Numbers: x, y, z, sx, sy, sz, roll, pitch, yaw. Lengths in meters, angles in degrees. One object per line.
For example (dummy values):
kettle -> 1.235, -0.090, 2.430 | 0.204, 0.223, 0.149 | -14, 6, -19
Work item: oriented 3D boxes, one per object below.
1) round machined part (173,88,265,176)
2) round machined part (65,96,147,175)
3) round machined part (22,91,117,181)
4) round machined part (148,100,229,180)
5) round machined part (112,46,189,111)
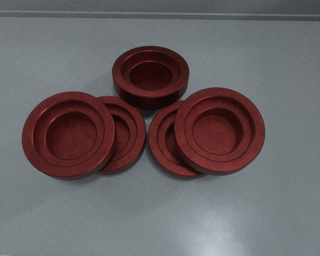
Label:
round machined part -> 0.064, 0.007, 0.353 | 0.099, 0.042, 0.098 | 0, 70, 0
round machined part -> -0.066, 0.012, 0.394 | 0.099, 0.042, 0.098 | 0, 70, 0
round machined part -> -0.098, 0.011, 0.350 | 0.099, 0.042, 0.098 | 0, 70, 0
round machined part -> 0.035, 0.017, 0.393 | 0.099, 0.042, 0.098 | 0, 70, 0
round machined part -> -0.012, -0.062, 0.411 | 0.099, 0.042, 0.098 | 1, 52, -1
